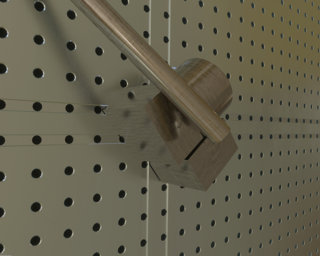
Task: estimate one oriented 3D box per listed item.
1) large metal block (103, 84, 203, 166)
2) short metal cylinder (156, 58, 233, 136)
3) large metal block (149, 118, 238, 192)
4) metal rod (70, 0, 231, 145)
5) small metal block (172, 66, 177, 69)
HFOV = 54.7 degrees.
[{"bbox_3d":[-0.009,-0.005,0.369,0.050,0.080,0.080,-45,118,-31],"label":"large metal block"},{"bbox_3d":[0.040,-0.037,0.375,0.050,0.080,0.080,-44,117,-31],"label":"short metal cylinder"},{"bbox_3d":[0.041,0.031,0.408,0.080,0.080,0.050,-45,118,-31],"label":"large metal block"},{"bbox_3d":[-0.041,-0.096,0.308,0.300,0.025,0.025,45,61,-7],"label":"metal rod"},{"bbox_3d":[0.017,-0.049,0.426,0.050,0.025,0.050,-49,120,-29],"label":"small metal block"}]
